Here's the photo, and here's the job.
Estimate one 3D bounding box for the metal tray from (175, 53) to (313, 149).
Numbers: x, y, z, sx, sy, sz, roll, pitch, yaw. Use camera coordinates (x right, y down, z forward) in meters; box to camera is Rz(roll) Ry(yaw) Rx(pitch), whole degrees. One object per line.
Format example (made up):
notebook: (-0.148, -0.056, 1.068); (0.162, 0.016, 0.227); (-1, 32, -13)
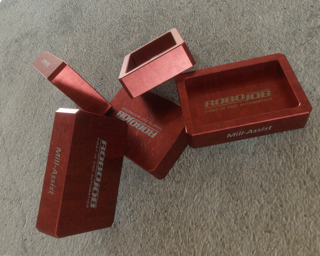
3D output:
metal tray: (0.089, -0.033, 0.354); (0.131, 0.030, 0.090); (-11, 55, 4)

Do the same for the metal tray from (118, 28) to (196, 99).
metal tray: (-0.006, -0.093, 0.423); (0.090, 0.030, 0.130); (-27, 23, 10)

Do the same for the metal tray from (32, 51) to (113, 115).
metal tray: (-0.130, -0.063, 0.449); (0.030, 0.090, 0.130); (-49, 35, -6)

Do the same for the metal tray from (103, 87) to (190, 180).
metal tray: (-0.023, -0.001, 0.413); (0.130, 0.030, 0.090); (29, 77, 37)

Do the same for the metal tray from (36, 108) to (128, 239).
metal tray: (-0.083, 0.049, 0.350); (0.030, 0.090, 0.129); (6, 85, 31)
